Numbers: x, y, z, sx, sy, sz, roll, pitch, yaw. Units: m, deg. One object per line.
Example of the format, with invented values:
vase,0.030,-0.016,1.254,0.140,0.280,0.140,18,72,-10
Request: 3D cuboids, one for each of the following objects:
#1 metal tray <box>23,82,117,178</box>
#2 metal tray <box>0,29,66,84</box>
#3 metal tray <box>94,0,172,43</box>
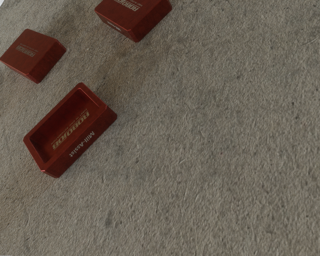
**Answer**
metal tray,-0.139,0.000,0.472,0.130,0.030,0.090,-46,51,-4
metal tray,-0.260,-0.149,0.628,0.130,0.030,0.090,27,76,37
metal tray,-0.051,-0.215,0.560,0.090,0.030,0.130,-46,51,-4
